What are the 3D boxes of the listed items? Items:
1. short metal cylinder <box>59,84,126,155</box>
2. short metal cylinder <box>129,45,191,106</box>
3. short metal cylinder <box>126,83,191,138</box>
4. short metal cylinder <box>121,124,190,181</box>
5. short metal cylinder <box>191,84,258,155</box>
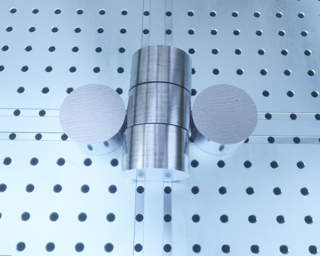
[{"bbox_3d":[-0.082,-0.010,0.400,0.081,0.050,0.080,0,70,0],"label":"short metal cylinder"},{"bbox_3d":[0.001,-0.064,0.405,0.081,0.080,0.050,2,70,0],"label":"short metal cylinder"},{"bbox_3d":[-0.001,-0.016,0.388,0.081,0.080,0.050,2,70,0],"label":"short metal cylinder"},{"bbox_3d":[-0.005,0.032,0.370,0.081,0.080,0.050,1,70,0],"label":"short metal cylinder"},{"bbox_3d":[0.079,-0.010,0.402,0.081,0.050,0.080,0,70,0],"label":"short metal cylinder"}]
